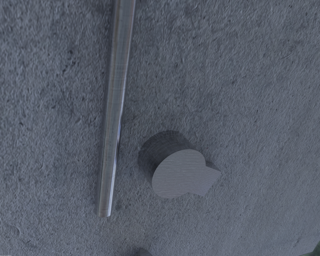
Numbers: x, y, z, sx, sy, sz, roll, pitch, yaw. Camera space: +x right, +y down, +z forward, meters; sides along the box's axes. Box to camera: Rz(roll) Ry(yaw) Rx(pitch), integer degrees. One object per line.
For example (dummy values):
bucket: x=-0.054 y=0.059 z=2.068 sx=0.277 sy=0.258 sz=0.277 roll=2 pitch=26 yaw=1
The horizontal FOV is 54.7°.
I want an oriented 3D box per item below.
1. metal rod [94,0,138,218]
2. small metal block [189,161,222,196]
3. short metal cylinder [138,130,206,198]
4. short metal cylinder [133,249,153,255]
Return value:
metal rod: x=-0.056 y=-0.014 z=0.367 sx=0.025 sy=0.025 sz=0.298 roll=-4 pitch=121 yaw=-26
small metal block: x=0.060 y=0.076 z=0.486 sx=0.050 sy=0.025 sz=0.050 roll=24 pitch=105 yaw=-37
short metal cylinder: x=0.016 y=0.050 z=0.430 sx=0.081 sy=0.050 sz=0.079 roll=-14 pitch=124 yaw=-21
short metal cylinder: x=-0.026 y=0.249 z=0.511 sx=0.050 sy=0.080 sz=0.080 roll=-40 pitch=130 yaw=-1
